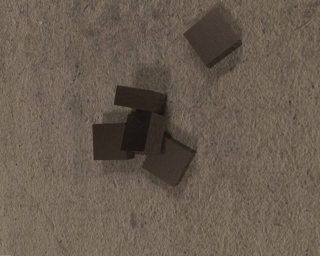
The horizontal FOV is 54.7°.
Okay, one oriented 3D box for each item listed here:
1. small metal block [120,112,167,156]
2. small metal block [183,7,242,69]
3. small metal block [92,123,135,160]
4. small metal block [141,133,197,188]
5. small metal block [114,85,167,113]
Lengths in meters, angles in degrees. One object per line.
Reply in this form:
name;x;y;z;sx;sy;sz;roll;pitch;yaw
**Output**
small metal block;-0.022;0.008;0.398;0.050;0.025;0.050;-3;73;48
small metal block;0.066;-0.111;0.385;0.050;0.025;0.050;-36;79;16
small metal block;-0.065;0.019;0.431;0.050;0.025;0.050;-2;89;19
small metal block;0.012;0.041;0.404;0.050;0.025;0.050;30;100;17
small metal block;-0.024;-0.037;0.403;0.050;0.050;0.025;11;94;19
